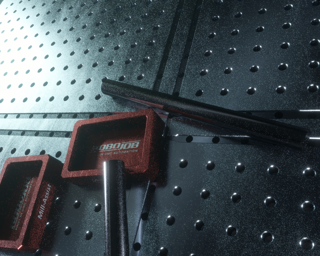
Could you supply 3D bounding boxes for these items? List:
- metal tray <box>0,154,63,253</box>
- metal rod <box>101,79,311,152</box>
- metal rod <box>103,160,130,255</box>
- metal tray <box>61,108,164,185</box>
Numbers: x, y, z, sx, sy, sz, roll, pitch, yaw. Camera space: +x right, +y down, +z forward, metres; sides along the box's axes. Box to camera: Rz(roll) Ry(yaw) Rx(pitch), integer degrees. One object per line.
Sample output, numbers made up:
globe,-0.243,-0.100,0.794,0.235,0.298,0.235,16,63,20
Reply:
metal tray,-0.199,0.105,0.442,0.090,0.030,0.130,-6,59,24
metal rod,0.034,-0.026,0.405,0.300,0.025,0.025,18,71,34
metal rod,-0.039,0.174,0.300,0.025,0.025,0.299,-17,61,18
metal tray,-0.064,0.027,0.420,0.130,0.030,0.090,-8,58,23
